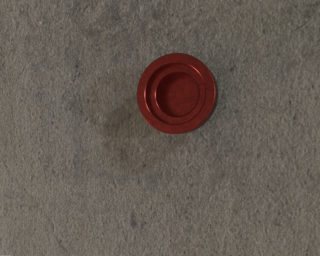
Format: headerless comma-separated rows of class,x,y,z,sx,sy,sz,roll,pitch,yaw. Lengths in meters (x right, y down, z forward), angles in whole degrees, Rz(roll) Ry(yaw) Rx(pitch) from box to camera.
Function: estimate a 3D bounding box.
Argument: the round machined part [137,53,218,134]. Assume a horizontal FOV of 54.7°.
round machined part,0.024,-0.042,0.391,0.098,0.042,0.097,0,90,19
